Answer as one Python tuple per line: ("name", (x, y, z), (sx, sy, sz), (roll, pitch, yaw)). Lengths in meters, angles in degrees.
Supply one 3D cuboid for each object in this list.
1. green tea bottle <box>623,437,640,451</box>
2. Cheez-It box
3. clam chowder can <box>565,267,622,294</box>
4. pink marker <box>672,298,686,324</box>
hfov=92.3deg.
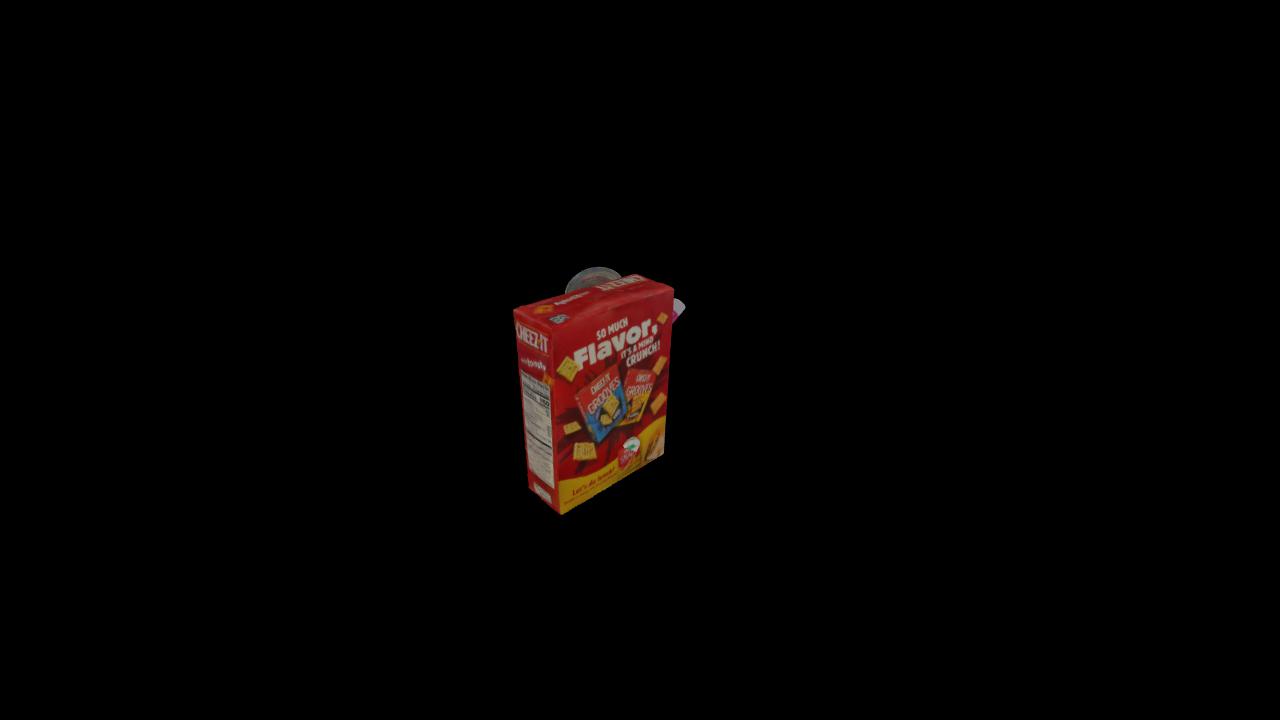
("green tea bottle", (-0.068, 0.036, 0.753), (0.073, 0.073, 0.212), (0, 40, -41))
("Cheez-It box", (-0.046, 0.033, 0.670), (0.166, 0.223, 0.071), (-24, 37, -39))
("clam chowder can", (-0.043, -0.050, 0.719), (0.068, 0.068, 0.102), (0, -31, 9))
("pink marker", (0.012, -0.024, 0.735), (0.020, 0.121, 0.020), (36, -16, 12))
